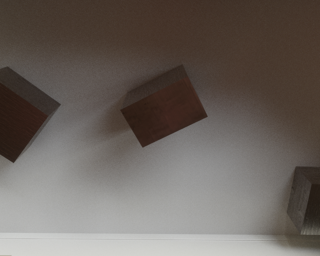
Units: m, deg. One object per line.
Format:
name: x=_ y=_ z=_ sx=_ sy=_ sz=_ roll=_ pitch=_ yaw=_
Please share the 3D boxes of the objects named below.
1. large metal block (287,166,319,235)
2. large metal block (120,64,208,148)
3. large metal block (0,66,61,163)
large metal block: x=0.235 y=0.102 z=0.437 sx=0.081 sy=0.050 sz=0.079 roll=1 pitch=110 yaw=-1
large metal block: x=0.005 y=-0.030 z=0.371 sx=0.080 sy=0.080 sz=0.050 roll=-26 pitch=108 yaw=9
large metal block: x=-0.188 y=-0.017 z=0.390 sx=0.080 sy=0.050 sz=0.080 roll=37 pitch=106 yaw=-13
